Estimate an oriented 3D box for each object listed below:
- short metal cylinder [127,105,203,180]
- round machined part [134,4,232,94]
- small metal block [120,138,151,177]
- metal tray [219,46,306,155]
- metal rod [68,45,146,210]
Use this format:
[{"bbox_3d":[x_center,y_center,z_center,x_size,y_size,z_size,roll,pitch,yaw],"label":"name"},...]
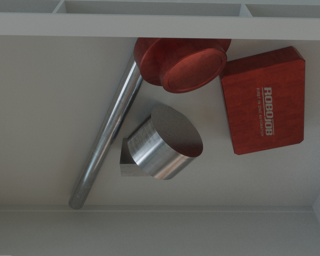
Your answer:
[{"bbox_3d":[0.007,0.018,0.388,0.080,0.080,0.050,29,124,-23],"label":"short metal cylinder"},{"bbox_3d":[0.027,-0.071,0.309,0.099,0.042,0.098,-19,157,-8],"label":"round machined part"},{"bbox_3d":[-0.027,0.039,0.426,0.050,0.050,0.025,-1,130,0],"label":"small metal block"},{"bbox_3d":[0.128,-0.028,0.384,0.090,0.030,0.129,-13,129,10],"label":"metal tray"},{"bbox_3d":[-0.077,0.020,0.425,0.025,0.025,0.298,19,128,-16],"label":"metal rod"}]
